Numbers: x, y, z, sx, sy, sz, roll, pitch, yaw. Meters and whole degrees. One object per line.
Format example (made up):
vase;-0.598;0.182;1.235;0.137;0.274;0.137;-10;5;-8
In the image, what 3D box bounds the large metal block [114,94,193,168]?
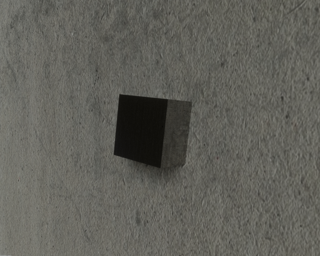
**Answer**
large metal block;-0.010;0.001;0.396;0.080;0.050;0.079;10;97;39
